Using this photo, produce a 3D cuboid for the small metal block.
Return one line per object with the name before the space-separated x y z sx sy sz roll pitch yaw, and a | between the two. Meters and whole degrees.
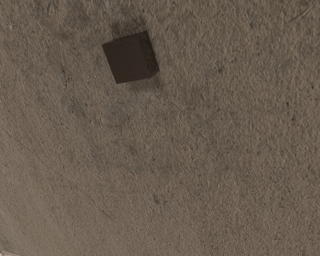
small metal block | -0.035 -0.084 0.372 0.050 0.025 0.050 -5 116 30
